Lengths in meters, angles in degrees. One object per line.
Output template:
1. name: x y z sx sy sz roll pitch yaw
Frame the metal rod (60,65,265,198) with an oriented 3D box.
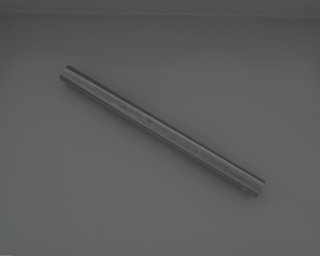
1. metal rod: -0.004 0.000 0.407 0.301 0.025 0.025 31 73 10
